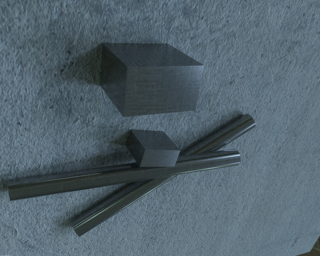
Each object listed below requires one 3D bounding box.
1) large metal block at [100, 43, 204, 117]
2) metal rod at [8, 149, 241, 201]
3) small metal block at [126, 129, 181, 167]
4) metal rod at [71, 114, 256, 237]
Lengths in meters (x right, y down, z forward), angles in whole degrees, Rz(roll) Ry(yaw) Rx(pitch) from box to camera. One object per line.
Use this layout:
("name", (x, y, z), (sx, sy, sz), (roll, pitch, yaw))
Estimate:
("large metal block", (-0.012, -0.055, 0.331), (0.081, 0.080, 0.050), (-7, 122, -26))
("metal rod", (-0.031, 0.057, 0.407), (0.303, 0.025, 0.025), (-6, 121, -19))
("small metal block", (-0.010, 0.026, 0.403), (0.050, 0.050, 0.025), (4, 116, -31))
("metal rod", (0.011, 0.064, 0.454), (0.301, 0.025, 0.025), (-31, 129, -9))
